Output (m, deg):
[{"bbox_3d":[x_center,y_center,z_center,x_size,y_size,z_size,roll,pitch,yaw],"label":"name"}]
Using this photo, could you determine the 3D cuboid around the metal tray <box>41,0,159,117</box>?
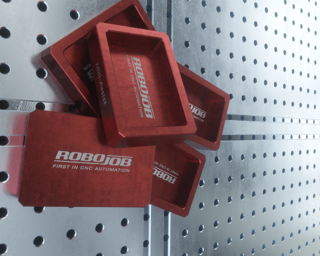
[{"bbox_3d":[-0.055,-0.083,0.357,0.131,0.030,0.090,-47,117,-29],"label":"metal tray"}]

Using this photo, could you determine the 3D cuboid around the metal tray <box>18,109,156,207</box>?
[{"bbox_3d":[-0.072,0.034,0.323,0.131,0.030,0.090,8,86,-26],"label":"metal tray"}]

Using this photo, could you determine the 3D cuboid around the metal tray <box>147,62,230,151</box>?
[{"bbox_3d":[0.041,-0.028,0.437,0.131,0.030,0.090,23,76,-38],"label":"metal tray"}]

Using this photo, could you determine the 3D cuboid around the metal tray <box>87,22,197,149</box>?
[{"bbox_3d":[-0.020,-0.046,0.332,0.091,0.030,0.130,-2,67,-33],"label":"metal tray"}]

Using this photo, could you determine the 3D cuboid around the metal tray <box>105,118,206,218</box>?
[{"bbox_3d":[-0.003,0.053,0.401,0.130,0.030,0.090,32,71,-35],"label":"metal tray"}]
